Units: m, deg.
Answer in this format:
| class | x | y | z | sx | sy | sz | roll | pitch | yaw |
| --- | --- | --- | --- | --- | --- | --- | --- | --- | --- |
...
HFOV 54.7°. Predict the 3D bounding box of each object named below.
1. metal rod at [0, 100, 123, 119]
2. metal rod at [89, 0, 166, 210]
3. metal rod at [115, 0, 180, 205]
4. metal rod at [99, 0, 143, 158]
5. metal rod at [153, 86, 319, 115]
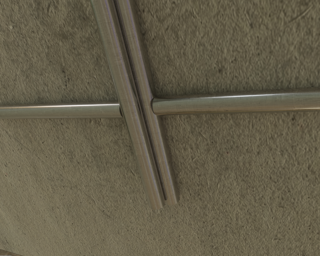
| class | x | y | z | sx | sy | sz | roll | pitch | yaw |
| --- | --- | --- | --- | --- | --- | --- | --- | --- | --- |
| metal rod | -0.181 | -0.027 | 0.484 | 0.301 | 0.025 | 0.025 | 1 | 119 | 27 |
| metal rod | -0.035 | -0.020 | 0.387 | 0.025 | 0.025 | 0.298 | 1 | 119 | 27 |
| metal rod | -0.013 | -0.023 | 0.400 | 0.025 | 0.025 | 0.298 | 1 | 119 | 27 |
| metal rod | -0.036 | -0.029 | 0.409 | 0.025 | 0.025 | 0.298 | 1 | 119 | 27 |
| metal rod | 0.130 | -0.029 | 0.322 | 0.300 | 0.025 | 0.025 | 0 | 118 | 28 |
